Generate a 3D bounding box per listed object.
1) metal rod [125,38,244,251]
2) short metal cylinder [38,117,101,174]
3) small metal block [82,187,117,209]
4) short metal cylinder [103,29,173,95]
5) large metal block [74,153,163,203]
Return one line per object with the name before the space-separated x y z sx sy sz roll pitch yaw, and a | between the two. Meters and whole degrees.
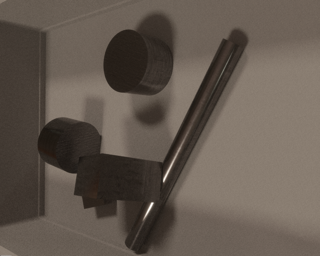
metal rod | 0.021 0.035 0.387 0.025 0.025 0.298 38 113 33
short metal cylinder | -0.140 0.026 0.484 0.050 0.081 0.079 12 98 39
small metal block | -0.098 0.096 0.485 0.050 0.025 0.050 -21 77 37
short metal cylinder | -0.029 -0.085 0.413 0.080 0.050 0.079 0 90 39
large metal block | -0.054 0.065 0.395 0.080 0.081 0.050 -14 68 56
